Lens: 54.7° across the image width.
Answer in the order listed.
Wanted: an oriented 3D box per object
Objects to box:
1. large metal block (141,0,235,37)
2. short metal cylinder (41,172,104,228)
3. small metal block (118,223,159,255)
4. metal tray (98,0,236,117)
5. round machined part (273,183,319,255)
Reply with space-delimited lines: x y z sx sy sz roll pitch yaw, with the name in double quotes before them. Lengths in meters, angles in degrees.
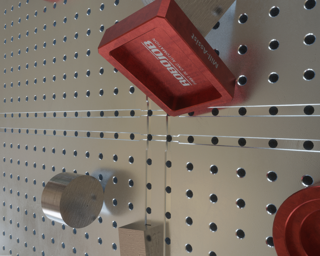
"large metal block" 0.030 -0.145 0.330 0.050 0.080 0.080 34 82 35
"short metal cylinder" -0.136 0.111 0.486 0.050 0.081 0.080 0 90 40
"small metal block" -0.030 0.164 0.435 0.050 0.025 0.050 -9 84 39
"metal tray" 0.011 -0.067 0.334 0.090 0.130 0.030 -14 50 39
"round machined part" 0.155 0.096 0.270 0.098 0.042 0.097 0 90 40
